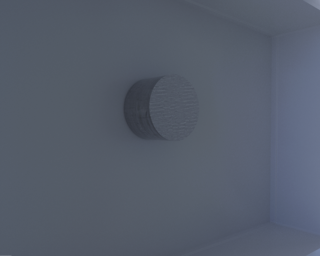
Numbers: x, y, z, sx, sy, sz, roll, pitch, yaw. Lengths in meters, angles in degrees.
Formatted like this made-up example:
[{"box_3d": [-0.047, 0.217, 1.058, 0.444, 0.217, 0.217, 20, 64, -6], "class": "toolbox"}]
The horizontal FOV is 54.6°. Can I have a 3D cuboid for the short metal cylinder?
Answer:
[{"box_3d": [0.003, -0.024, 0.389, 0.081, 0.050, 0.080, 0, 90, -40], "class": "short metal cylinder"}]
